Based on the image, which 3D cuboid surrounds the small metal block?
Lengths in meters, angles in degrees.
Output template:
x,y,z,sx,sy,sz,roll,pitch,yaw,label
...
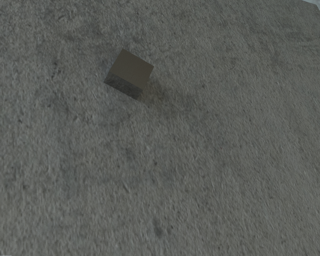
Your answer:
x,y,z,sx,sy,sz,roll,pitch,yaw,label
-0.042,-0.074,0.428,0.050,0.025,0.050,28,52,-11,small metal block
